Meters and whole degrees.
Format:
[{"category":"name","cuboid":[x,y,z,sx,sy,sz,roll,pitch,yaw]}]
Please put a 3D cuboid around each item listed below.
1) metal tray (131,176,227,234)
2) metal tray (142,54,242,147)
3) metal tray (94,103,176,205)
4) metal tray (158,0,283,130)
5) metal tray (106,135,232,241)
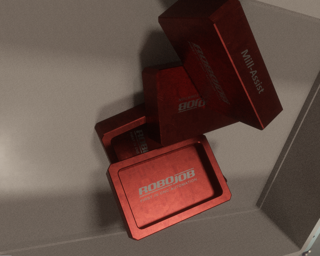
[{"category":"metal tray","cuboid":[0.028,0.105,0.460,0.131,0.030,0.089,-6,137,-37]},{"category":"metal tray","cuboid":[0.045,-0.038,0.383,0.131,0.030,0.089,-17,113,-30]},{"category":"metal tray","cuboid":[-0.022,0.034,0.415,0.091,0.030,0.129,-25,128,-13]},{"category":"metal tray","cuboid":[0.060,-0.063,0.309,0.030,0.090,0.130,-43,124,-10]},{"category":"metal tray","cuboid":[0.011,0.069,0.378,0.131,0.090,0.030,-18,167,-19]}]
